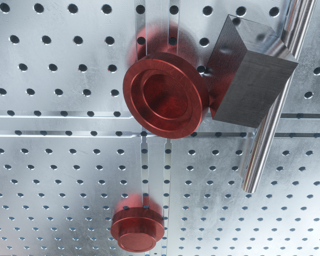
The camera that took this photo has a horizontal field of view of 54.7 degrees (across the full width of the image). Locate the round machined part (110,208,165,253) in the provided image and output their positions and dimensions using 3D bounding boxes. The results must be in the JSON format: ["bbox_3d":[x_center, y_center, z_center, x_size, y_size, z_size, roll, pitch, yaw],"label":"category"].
[{"bbox_3d":[-0.041,0.190,0.562,0.099,0.042,0.097,0,130,0],"label":"round machined part"}]

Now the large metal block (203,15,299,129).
[{"bbox_3d":[0.087,-0.059,0.325,0.050,0.080,0.079,11,129,-12],"label":"large metal block"}]

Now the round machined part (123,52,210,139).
[{"bbox_3d":[0.010,-0.039,0.349,0.098,0.042,0.097,18,131,23],"label":"round machined part"}]

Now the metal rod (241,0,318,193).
[{"bbox_3d":[0.142,-0.020,0.395,0.025,0.025,0.298,0,130,0],"label":"metal rod"}]
